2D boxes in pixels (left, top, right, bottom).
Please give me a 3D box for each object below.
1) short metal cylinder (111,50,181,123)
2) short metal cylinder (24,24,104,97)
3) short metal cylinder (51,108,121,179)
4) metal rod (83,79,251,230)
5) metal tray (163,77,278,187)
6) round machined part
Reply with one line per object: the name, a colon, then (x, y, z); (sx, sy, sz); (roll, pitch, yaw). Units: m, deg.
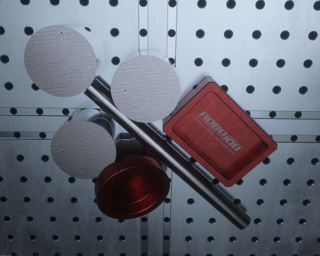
short metal cylinder: (-0.016, -0.052, 0.380); (0.081, 0.050, 0.079); (0, 110, 0)
short metal cylinder: (-0.111, -0.082, 0.369); (0.081, 0.050, 0.079); (0, 110, 0)
short metal cylinder: (-0.094, 0.020, 0.406); (0.081, 0.050, 0.079); (0, 110, 0)
metal rod: (0.019, 0.044, 0.430); (0.300, 0.025, 0.025); (42, 105, -14)
metal tray: (0.078, 0.008, 0.413); (0.130, 0.030, 0.090); (42, 105, -14)
round machined part: (-0.039, 0.075, 0.420); (0.099, 0.042, 0.097); (-11, 127, -15)
